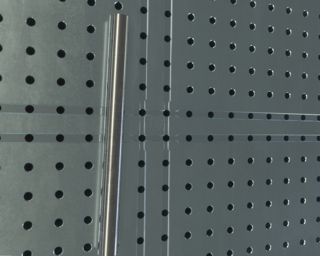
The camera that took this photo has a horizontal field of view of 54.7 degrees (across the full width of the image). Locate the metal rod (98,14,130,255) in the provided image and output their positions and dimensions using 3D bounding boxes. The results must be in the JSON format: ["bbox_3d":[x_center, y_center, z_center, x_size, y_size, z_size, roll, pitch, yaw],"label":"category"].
[{"bbox_3d":[-0.059,0.008,0.391,0.025,0.025,0.298,3,89,-20],"label":"metal rod"}]
